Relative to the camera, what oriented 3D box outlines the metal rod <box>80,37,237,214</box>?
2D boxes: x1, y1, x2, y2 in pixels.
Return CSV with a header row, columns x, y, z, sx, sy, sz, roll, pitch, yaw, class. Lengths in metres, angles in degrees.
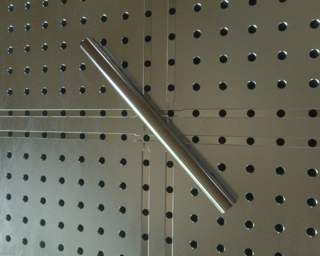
x,y,z,sx,sy,sz,roll,pitch,yaw,class
-0.010,-0.012,0.417,0.025,0.025,0.300,-44,76,15,metal rod
